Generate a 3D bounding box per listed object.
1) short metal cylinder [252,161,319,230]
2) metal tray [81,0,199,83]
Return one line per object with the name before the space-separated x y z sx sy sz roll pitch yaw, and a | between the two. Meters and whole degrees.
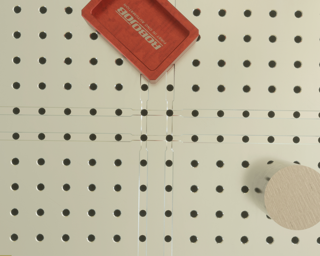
short metal cylinder | 0.167 0.085 0.402 0.081 0.050 0.079 0 90 0
metal tray | -0.025 -0.135 0.410 0.130 0.030 0.090 44 90 0
